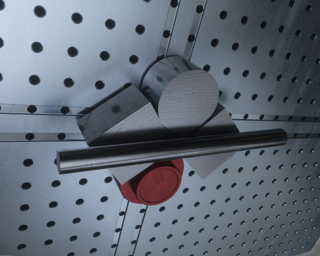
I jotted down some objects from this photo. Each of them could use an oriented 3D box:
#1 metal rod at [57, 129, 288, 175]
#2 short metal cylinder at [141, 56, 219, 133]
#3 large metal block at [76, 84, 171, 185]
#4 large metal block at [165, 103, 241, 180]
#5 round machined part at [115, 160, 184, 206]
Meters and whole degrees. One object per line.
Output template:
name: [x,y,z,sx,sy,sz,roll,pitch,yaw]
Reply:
metal rod: [0.035,0.023,0.373,0.303,0.025,0.025,-4,121,-26]
short metal cylinder: [0.024,-0.041,0.378,0.081,0.050,0.079,-14,124,-21]
large metal block: [-0.039,0.008,0.374,0.080,0.050,0.080,-35,131,-6]
large metal block: [0.060,0.012,0.427,0.080,0.050,0.080,-40,130,0]
round machined part: [-0.009,0.069,0.433,0.099,0.042,0.097,-14,124,-21]
